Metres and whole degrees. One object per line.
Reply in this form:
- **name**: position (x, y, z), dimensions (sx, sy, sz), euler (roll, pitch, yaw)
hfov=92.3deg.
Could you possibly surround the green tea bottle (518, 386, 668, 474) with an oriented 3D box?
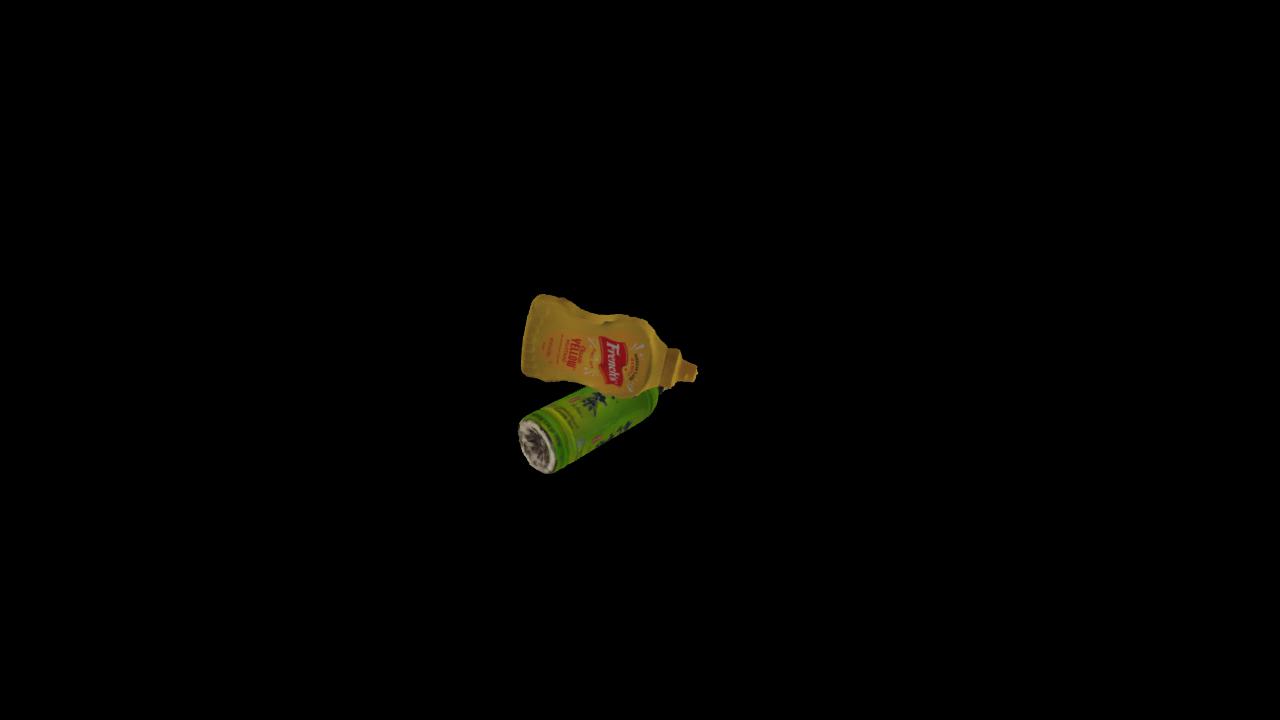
- **green tea bottle**: position (-0.040, 0.056, 0.718), dimensions (0.073, 0.073, 0.212), euler (0, 22, 46)

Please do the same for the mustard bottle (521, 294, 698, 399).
- **mustard bottle**: position (-0.029, -0.007, 0.648), dimensions (0.184, 0.092, 0.054), euler (14, 16, 3)
